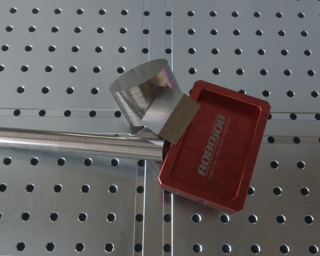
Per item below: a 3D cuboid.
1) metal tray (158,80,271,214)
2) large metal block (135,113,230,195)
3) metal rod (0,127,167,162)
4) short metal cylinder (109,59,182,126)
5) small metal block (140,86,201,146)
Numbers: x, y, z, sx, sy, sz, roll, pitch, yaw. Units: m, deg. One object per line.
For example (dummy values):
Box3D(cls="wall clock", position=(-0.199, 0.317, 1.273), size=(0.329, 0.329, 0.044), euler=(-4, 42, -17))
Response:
Box3D(cls="metal tray", position=(0.062, 0.019, 0.347), size=(0.090, 0.030, 0.130), euler=(19, 71, 7))
Box3D(cls="large metal block", position=(0.026, 0.024, 0.388), size=(0.080, 0.050, 0.080), euler=(-34, 74, -12))
Box3D(cls="metal rod", position=(-0.141, 0.015, 0.373), size=(0.301, 0.025, 0.025), euler=(4, 70, 13))
Box3D(cls="short metal cylinder", position=(-0.017, -0.046, 0.393), size=(0.080, 0.080, 0.050), euler=(-33, 116, -12))
Box3D(cls="small metal block", position=(0.010, -0.015, 0.340), size=(0.025, 0.050, 0.050), euler=(33, 90, -30))
